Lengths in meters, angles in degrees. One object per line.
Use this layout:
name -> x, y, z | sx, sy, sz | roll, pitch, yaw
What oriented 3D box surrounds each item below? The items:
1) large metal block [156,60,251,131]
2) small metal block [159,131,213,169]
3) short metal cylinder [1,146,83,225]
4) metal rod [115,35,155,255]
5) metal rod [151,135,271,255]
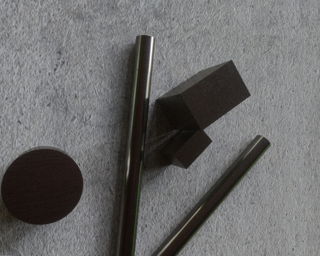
large metal block -> 0.053, -0.039, 0.401 | 0.080, 0.080, 0.050 | -35, 102, -17
small metal block -> 0.033, 0.025, 0.409 | 0.050, 0.050, 0.025 | -45, 105, -15
short metal cylinder -> -0.130, 0.061, 0.348 | 0.081, 0.050, 0.079 | 0, 90, -20
metal rod -> -0.033, 0.032, 0.397 | 0.025, 0.025, 0.298 | 6, 88, -20
metal rod -> 0.054, 0.122, 0.430 | 0.301, 0.025, 0.025 | -45, 105, -15
